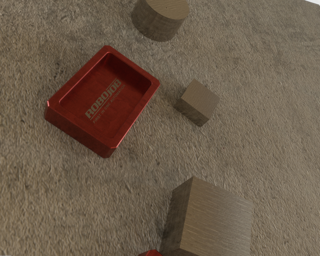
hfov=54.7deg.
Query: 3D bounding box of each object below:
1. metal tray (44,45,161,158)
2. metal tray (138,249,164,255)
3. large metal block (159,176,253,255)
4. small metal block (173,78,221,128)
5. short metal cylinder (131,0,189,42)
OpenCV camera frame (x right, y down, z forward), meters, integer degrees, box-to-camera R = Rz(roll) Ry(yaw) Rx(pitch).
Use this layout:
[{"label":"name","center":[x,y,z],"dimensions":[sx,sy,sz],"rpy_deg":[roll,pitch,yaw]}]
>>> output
[{"label":"metal tray","center":[-0.066,-0.037,0.387],"dimensions":[0.090,0.030,0.130],"rpy_deg":[35,51,-5]},{"label":"metal tray","center":[0.013,0.192,0.289],"dimensions":[0.130,0.030,0.090],"rpy_deg":[41,51,-1]},{"label":"large metal block","center":[0.053,0.112,0.348],"dimensions":[0.080,0.050,0.080],"rpy_deg":[26,53,-13]},{"label":"small metal block","center":[0.055,-0.037,0.456],"dimensions":[0.050,0.025,0.050],"rpy_deg":[37,51,-4]},{"label":"short metal cylinder","center":[0.000,-0.188,0.502],"dimensions":[0.081,0.050,0.080],"rpy_deg":[14,56,-21]}]
